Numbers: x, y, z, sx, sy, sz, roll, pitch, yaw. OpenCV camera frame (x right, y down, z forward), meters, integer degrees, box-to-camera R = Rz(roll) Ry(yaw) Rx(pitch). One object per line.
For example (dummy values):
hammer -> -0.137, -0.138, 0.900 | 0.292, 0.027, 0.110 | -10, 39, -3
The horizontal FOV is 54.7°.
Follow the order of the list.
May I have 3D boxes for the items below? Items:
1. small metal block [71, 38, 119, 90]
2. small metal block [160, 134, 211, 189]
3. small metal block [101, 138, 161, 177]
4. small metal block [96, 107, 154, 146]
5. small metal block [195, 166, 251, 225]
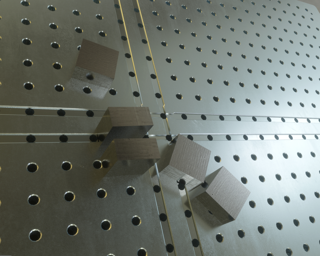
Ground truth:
small metal block -> -0.086, -0.086, 0.415 | 0.050, 0.025, 0.050 | 16, 55, -19
small metal block -> 0.034, 0.043, 0.402 | 0.050, 0.025, 0.050 | 29, 52, -11
small metal block -> -0.035, 0.034, 0.354 | 0.050, 0.050, 0.025 | 0, 62, -29
small metal block -> -0.043, -0.002, 0.371 | 0.050, 0.050, 0.025 | -2, 63, -30
small metal block -> 0.082, 0.087, 0.402 | 0.050, 0.025, 0.050 | 44, 51, 2
